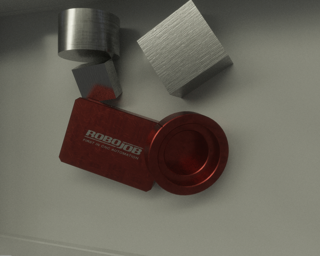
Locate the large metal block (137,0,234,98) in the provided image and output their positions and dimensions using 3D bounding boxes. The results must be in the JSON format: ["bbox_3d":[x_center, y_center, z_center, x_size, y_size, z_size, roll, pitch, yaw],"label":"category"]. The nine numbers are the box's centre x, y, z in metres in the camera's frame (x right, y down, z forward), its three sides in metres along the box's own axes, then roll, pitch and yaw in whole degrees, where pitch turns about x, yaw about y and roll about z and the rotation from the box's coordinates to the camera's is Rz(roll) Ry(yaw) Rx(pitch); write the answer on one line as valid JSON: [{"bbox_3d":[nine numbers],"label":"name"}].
[{"bbox_3d":[0.032,-0.094,0.385,0.080,0.050,0.080,-33,80,16],"label":"large metal block"}]

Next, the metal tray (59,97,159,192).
[{"bbox_3d":[-0.059,0.020,0.414,0.131,0.030,0.089,18,96,6],"label":"metal tray"}]

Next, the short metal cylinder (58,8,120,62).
[{"bbox_3d":[-0.094,-0.120,0.413,0.080,0.080,0.050,0,90,19],"label":"short metal cylinder"}]

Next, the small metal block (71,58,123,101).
[{"bbox_3d":[-0.086,-0.065,0.429,0.050,0.025,0.050,-7,115,19],"label":"small metal block"}]

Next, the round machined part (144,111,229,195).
[{"bbox_3d":[0.029,0.028,0.374,0.099,0.042,0.097,-3,102,-15],"label":"round machined part"}]
